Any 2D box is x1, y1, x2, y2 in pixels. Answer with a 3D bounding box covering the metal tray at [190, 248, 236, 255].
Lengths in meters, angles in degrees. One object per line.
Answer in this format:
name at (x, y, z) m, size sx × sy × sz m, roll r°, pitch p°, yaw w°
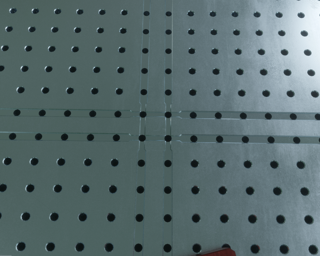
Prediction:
metal tray at (0.029, 0.192, 0.339) m, size 0.131 × 0.030 × 0.090 m, roll -12°, pitch 71°, yaw -5°
